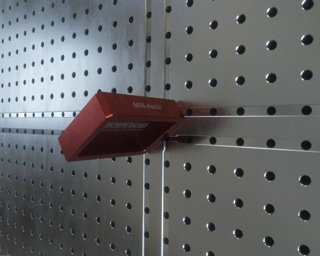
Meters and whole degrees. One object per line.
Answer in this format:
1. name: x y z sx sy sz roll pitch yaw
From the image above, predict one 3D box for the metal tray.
1. metal tray: -0.042 0.001 0.373 0.090 0.131 0.030 -42 65 32
